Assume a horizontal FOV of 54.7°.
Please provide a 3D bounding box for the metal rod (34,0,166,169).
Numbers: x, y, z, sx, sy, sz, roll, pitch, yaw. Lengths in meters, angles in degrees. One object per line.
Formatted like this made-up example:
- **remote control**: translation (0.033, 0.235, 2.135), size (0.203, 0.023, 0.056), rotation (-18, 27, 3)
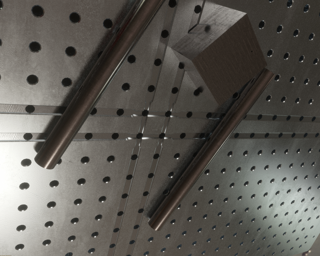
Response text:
- **metal rod**: translation (-0.049, -0.079, 0.336), size (0.025, 0.025, 0.299), rotation (28, 103, -38)

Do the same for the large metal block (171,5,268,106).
- **large metal block**: translation (0.074, -0.088, 0.383), size (0.080, 0.050, 0.080), rotation (-41, 130, -1)

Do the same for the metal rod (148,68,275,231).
- **metal rod**: translation (0.073, 0.038, 0.477), size (0.025, 0.025, 0.299), rotation (25, 104, -37)
